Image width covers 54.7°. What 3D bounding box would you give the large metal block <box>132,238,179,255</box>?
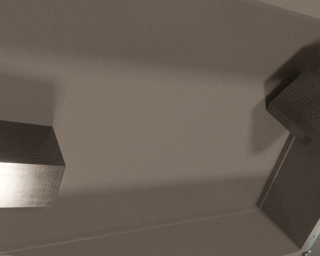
[{"bbox_3d":[-0.020,0.237,0.515,0.080,0.050,0.080,-52,152,9],"label":"large metal block"}]

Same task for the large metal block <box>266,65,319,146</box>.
[{"bbox_3d":[0.224,-0.032,0.469,0.080,0.080,0.050,-43,164,1],"label":"large metal block"}]

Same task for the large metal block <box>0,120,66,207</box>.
[{"bbox_3d":[-0.149,0.034,0.313,0.081,0.080,0.050,8,114,-32],"label":"large metal block"}]
